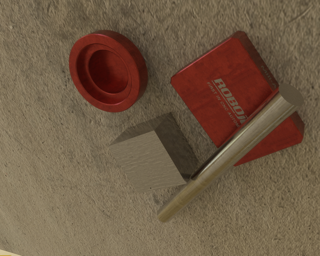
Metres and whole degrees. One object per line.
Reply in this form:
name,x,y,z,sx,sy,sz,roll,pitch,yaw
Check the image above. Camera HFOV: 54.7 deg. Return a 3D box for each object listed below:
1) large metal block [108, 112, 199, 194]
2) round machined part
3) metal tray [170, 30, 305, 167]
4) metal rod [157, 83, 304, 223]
large metal block,-0.008,0.035,0.415,0.080,0.050,0.080,-20,108,35
round machined part,-0.059,-0.072,0.381,0.098,0.042,0.097,13,124,20
metal tray,0.084,-0.027,0.342,0.090,0.030,0.130,-29,103,37
metal rod,0.059,0.054,0.374,0.025,0.025,0.298,36,139,3
